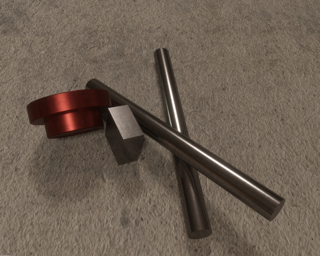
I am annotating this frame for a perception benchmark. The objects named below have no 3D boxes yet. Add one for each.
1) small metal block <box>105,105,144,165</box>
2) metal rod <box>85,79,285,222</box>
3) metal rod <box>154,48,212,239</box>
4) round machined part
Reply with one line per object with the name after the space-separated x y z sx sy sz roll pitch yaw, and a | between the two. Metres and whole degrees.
-0.045 0.009 0.375 0.025 0.050 0.050 -13 53 -25 | small metal block
0.005 0.007 0.369 0.025 0.025 0.300 -36 51 -27 | metal rod
0.021 -0.006 0.408 0.025 0.025 0.300 -5 50 -5 | metal rod
-0.107 -0.014 0.379 0.099 0.098 0.042 -13 88 -11 | round machined part
